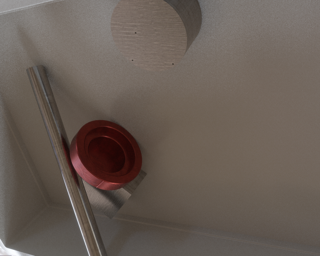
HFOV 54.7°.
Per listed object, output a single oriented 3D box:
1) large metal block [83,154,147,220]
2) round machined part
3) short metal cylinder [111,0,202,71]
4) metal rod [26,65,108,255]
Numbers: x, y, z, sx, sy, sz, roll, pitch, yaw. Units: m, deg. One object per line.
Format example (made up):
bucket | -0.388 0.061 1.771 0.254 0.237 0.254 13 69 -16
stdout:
large metal block | -0.080 0.083 0.484 0.080 0.050 0.080 38 129 2
round machined part | -0.077 0.041 0.425 0.098 0.098 0.042 45 129 -3
short metal cylinder | -0.003 -0.106 0.318 0.080 0.050 0.079 15 135 15
metal rod | -0.135 0.055 0.455 0.025 0.025 0.298 -17 92 34
